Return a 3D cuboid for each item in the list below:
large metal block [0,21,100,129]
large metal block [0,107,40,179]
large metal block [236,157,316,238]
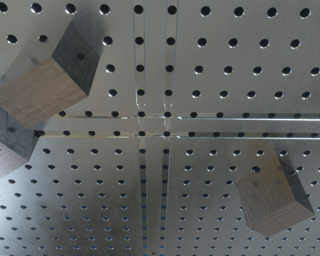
[{"bbox_3d":[-0.116,-0.056,0.326,0.080,0.080,0.050,-25,126,19],"label":"large metal block"},{"bbox_3d":[-0.225,0.021,0.409,0.080,0.050,0.080,-29,125,22],"label":"large metal block"},{"bbox_3d":[0.170,0.105,0.467,0.050,0.080,0.080,35,122,-26],"label":"large metal block"}]
